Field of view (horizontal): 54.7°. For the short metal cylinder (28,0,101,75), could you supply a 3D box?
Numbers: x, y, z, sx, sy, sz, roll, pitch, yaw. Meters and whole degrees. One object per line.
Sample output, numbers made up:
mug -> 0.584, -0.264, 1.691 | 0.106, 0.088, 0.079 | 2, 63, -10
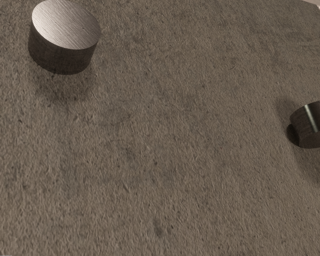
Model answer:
short metal cylinder -> -0.122, -0.115, 0.393 | 0.081, 0.050, 0.080 | 14, 56, -21

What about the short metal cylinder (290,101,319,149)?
short metal cylinder -> 0.267, -0.005, 0.518 | 0.081, 0.080, 0.050 | 6, 59, -25
